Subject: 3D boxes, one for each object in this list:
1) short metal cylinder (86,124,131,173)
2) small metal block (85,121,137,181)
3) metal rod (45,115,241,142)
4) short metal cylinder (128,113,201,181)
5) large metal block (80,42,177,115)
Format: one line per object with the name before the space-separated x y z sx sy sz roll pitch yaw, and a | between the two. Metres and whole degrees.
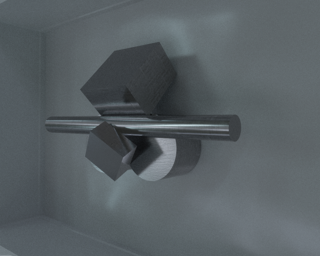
short metal cylinder | -0.059 0.021 0.435 0.080 0.050 0.079 0 90 39
small metal block | -0.060 0.028 0.373 0.050 0.025 0.050 37 136 13
metal rod | -0.048 -0.003 0.377 0.300 0.025 0.025 1 91 39
short metal cylinder | 0.003 0.022 0.385 0.080 0.050 0.079 0 90 39
large metal block | -0.038 -0.059 0.391 0.080 0.050 0.080 1 48 39
